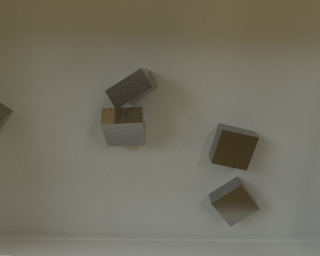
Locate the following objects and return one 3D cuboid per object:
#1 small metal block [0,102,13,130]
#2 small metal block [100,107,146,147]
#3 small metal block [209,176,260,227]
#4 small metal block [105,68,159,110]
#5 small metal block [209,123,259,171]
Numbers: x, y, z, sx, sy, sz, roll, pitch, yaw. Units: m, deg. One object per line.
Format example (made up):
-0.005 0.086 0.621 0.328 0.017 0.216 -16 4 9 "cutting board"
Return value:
-0.232 -0.015 0.404 0.050 0.025 0.050 37 106 -13 "small metal block"
-0.045 -0.001 0.398 0.050 0.025 0.050 -3 145 1 "small metal block"
0.108 0.107 0.452 0.050 0.025 0.050 -36 107 12 "small metal block"
-0.033 -0.048 0.377 0.050 0.050 0.025 -30 93 10 "small metal block"
0.099 0.026 0.421 0.050 0.025 0.050 13 110 -5 "small metal block"
